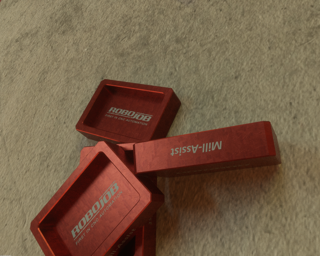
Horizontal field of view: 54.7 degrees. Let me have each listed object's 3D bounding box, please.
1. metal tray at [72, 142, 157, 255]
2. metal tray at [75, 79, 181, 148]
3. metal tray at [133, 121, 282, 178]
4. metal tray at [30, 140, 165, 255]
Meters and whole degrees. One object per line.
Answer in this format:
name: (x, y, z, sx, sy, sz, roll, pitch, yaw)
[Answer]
metal tray: (-0.051, 0.084, 0.354, 0.090, 0.030, 0.129, -6, 73, 24)
metal tray: (-0.046, -0.018, 0.434, 0.130, 0.030, 0.090, 13, 68, 33)
metal tray: (0.050, 0.027, 0.315, 0.130, 0.090, 0.030, -11, 75, 22)
metal tray: (-0.069, 0.089, 0.326, 0.130, 0.030, 0.090, -50, 61, 5)
